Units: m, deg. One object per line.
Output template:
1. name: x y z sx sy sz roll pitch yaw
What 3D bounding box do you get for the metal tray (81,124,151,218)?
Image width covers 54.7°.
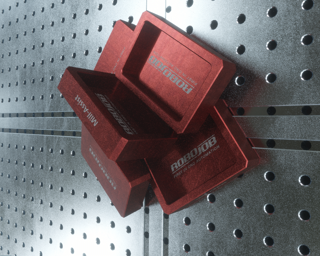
1. metal tray: -0.068 0.049 0.435 0.130 0.030 0.089 50 145 28

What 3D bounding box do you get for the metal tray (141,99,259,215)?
1. metal tray: 0.039 0.035 0.371 0.129 0.030 0.090 -41 66 32

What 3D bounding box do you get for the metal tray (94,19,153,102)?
1. metal tray: -0.053 -0.076 0.447 0.090 0.030 0.129 46 117 30

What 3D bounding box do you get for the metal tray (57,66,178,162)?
1. metal tray: -0.050 -0.019 0.366 0.130 0.091 0.030 48 119 29

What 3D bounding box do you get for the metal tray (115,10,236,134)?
1. metal tray: 0.011 -0.065 0.356 0.130 0.030 0.089 44 116 31
